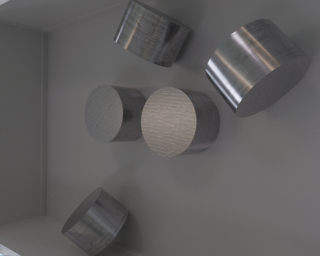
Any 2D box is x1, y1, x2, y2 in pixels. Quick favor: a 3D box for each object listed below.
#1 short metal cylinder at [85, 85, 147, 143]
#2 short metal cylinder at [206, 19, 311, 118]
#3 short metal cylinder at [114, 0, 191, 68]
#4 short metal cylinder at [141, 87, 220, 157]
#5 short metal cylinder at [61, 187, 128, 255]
[{"bbox_3d":[-0.062,-0.020,0.442,0.080,0.050,0.080,0,90,40],"label":"short metal cylinder"},{"bbox_3d":[0.092,-0.055,0.295,0.080,0.081,0.050,-47,62,30],"label":"short metal cylinder"},{"bbox_3d":[-0.009,-0.116,0.379,0.080,0.081,0.050,42,116,32],"label":"short metal cylinder"},{"bbox_3d":[0.024,-0.007,0.371,0.080,0.050,0.080,0,90,40],"label":"short metal cylinder"},{"bbox_3d":[-0.091,0.130,0.437,0.050,0.080,0.080,44,124,-11],"label":"short metal cylinder"}]
